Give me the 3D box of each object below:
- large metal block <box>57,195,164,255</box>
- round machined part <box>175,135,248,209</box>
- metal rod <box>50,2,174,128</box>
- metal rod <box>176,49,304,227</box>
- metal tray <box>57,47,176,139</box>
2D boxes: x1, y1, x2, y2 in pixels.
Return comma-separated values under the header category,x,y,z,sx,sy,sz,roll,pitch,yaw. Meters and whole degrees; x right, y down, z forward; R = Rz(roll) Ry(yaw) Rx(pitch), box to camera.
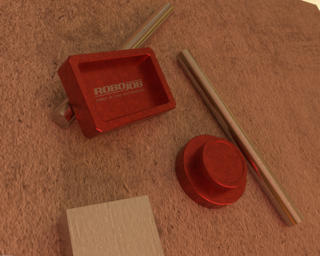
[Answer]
category,x,y,z,sx,sy,sz,roll,pitch,yaw
large metal block,-0.047,0.116,0.293,0.081,0.050,0.080,-3,63,-30
round machined part,0.073,0.051,0.403,0.099,0.042,0.098,14,56,-21
metal rod,-0.050,-0.107,0.443,0.025,0.025,0.301,36,51,-5
metal rod,0.112,0.006,0.462,0.025,0.025,0.299,-21,73,-36
metal tray,-0.047,-0.048,0.382,0.131,0.030,0.090,-21,86,-43
